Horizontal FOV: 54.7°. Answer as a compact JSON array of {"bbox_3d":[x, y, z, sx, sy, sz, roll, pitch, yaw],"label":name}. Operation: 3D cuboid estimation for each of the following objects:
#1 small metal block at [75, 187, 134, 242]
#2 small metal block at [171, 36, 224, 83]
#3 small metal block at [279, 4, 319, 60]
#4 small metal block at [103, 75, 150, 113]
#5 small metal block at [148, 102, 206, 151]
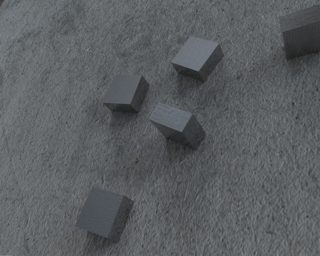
[{"bbox_3d":[-0.067,0.104,0.375,0.050,0.025,0.050,7,65,31],"label":"small metal block"},{"bbox_3d":[0.053,-0.098,0.436,0.050,0.025,0.050,28,77,37],"label":"small metal block"},{"bbox_3d":[0.172,-0.112,0.366,0.050,0.050,0.025,-13,57,21],"label":"small metal block"},{"bbox_3d":[-0.050,-0.051,0.462,0.050,0.025,0.050,5,64,30],"label":"small metal block"},{"bbox_3d":[0.022,-0.002,0.377,0.050,0.050,0.025,22,74,36],"label":"small metal block"}]
